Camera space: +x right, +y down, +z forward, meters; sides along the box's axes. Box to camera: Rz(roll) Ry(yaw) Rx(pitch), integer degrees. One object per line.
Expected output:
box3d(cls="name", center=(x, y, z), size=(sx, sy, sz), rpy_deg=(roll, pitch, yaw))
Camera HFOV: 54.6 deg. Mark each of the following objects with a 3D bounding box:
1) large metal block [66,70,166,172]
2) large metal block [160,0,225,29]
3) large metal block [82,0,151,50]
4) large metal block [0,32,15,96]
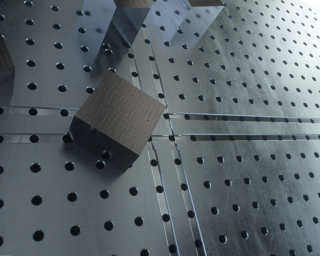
box3d(cls="large metal block", center=(-0.051, -0.008, 0.369), size=(0.080, 0.050, 0.080), rpy_deg=(33, 52, -7))
box3d(cls="large metal block", center=(0.055, -0.231, 0.562), size=(0.081, 0.050, 0.080), rpy_deg=(-17, 71, -35))
box3d(cls="large metal block", center=(-0.065, -0.170, 0.441), size=(0.050, 0.080, 0.080), rpy_deg=(-12, 68, -33))
box3d(cls="large metal block", center=(-0.209, -0.075, 0.325), size=(0.081, 0.050, 0.080), rpy_deg=(-18, 71, -35))
